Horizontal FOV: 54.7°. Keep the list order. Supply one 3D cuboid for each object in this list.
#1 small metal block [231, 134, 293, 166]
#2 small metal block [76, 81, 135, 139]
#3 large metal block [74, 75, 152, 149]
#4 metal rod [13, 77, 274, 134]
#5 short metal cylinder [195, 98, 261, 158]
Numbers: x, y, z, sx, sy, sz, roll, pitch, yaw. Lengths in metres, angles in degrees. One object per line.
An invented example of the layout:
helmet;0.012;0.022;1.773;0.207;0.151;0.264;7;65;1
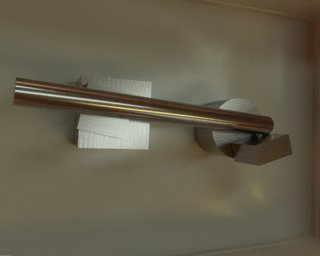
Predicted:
small metal block;0.127;0.026;0.390;0.050;0.050;0.025;-15;96;-20
small metal block;-0.060;-0.018;0.334;0.050;0.025;0.050;14;85;-20
large metal block;-0.058;-0.017;0.373;0.081;0.050;0.079;3;89;-20
metal rod;0.007;-0.018;0.338;0.302;0.025;0.025;6;88;-28
short metal cylinder;0.096;0.001;0.432;0.081;0.050;0.079;0;90;-21
